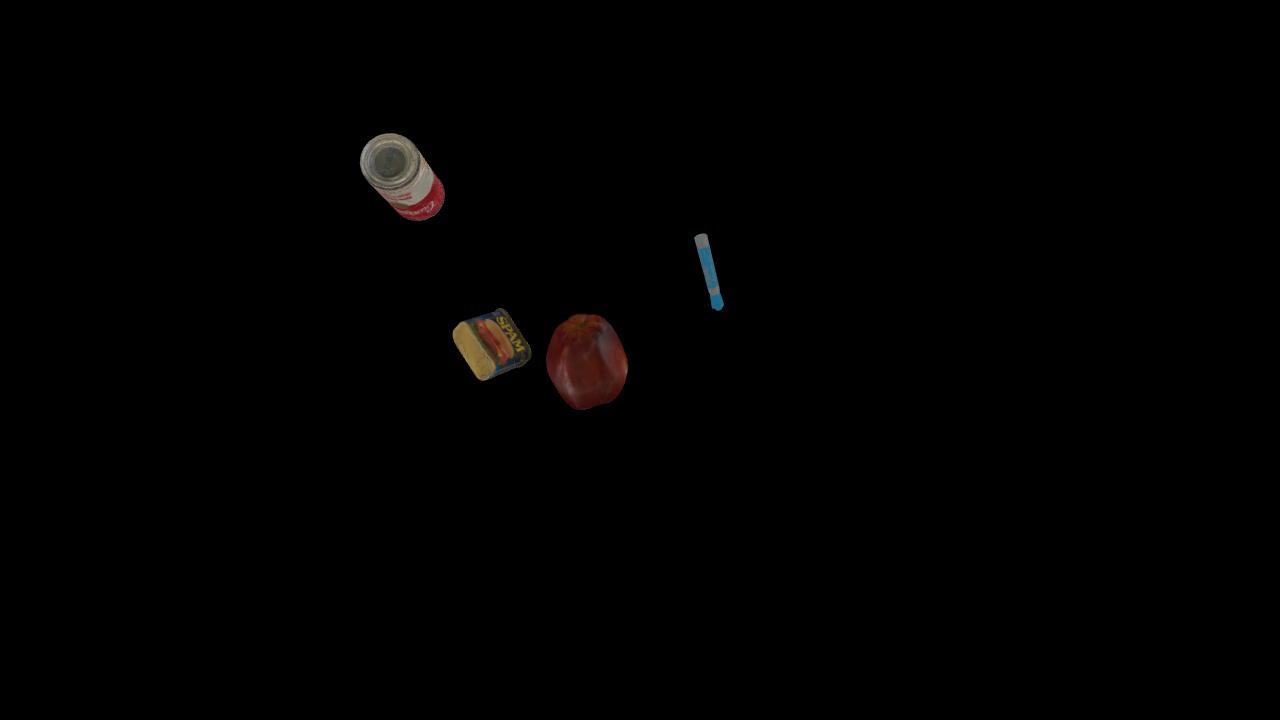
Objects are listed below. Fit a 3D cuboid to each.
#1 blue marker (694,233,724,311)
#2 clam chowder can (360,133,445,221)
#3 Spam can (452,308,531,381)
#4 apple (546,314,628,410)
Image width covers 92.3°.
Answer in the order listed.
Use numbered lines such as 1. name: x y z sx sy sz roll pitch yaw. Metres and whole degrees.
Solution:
1. blue marker: 0.101 -0.125 0.892 0.020 0.121 0.020 -14 32 9
2. clam chowder can: -0.278 -0.214 0.727 0.068 0.068 0.102 0 -7 -2
3. Spam can: -0.239 -0.025 0.988 0.058 0.101 0.085 -38 -6 37
4. apple: -0.051 0.001 0.587 0.079 0.093 0.079 -5 40 5
